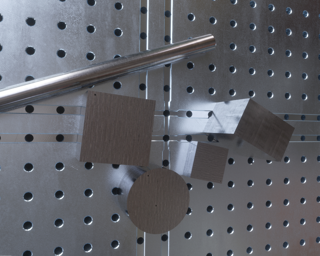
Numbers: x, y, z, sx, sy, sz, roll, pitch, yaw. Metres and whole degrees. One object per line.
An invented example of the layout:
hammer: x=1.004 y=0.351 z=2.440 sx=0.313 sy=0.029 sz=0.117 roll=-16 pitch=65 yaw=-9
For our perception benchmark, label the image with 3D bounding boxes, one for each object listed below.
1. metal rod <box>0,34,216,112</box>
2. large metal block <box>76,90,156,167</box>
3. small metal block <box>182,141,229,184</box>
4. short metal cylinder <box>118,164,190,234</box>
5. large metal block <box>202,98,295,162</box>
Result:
metal rod: x=-0.062 y=-0.073 z=0.390 sx=0.302 sy=0.025 sz=0.025 roll=-20 pitch=97 yaw=-19
large metal block: x=-0.055 y=0.002 z=0.380 sx=0.081 sy=0.050 sz=0.080 roll=7 pitch=88 yaw=-20
small metal block: x=0.065 y=0.048 z=0.438 sx=0.050 sy=0.025 sz=0.050 roll=14 pitch=85 yaw=-20
short metal cylinder: x=-0.009 y=0.088 z=0.397 sx=0.081 sy=0.050 sz=0.079 roll=0 pitch=90 yaw=-21
large metal block: x=0.120 y=0.003 z=0.429 sx=0.080 sy=0.080 sz=0.050 roll=29 pitch=80 yaw=-18
